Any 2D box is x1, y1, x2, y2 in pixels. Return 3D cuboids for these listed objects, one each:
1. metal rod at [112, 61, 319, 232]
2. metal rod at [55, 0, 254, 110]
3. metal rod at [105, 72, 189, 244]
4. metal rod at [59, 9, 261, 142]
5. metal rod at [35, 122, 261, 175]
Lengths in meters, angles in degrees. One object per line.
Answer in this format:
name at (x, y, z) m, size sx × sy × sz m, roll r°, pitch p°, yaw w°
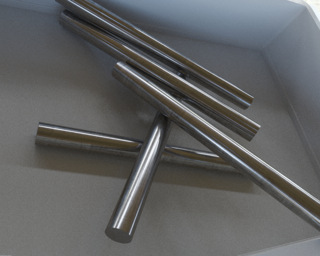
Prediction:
metal rod at (0.056, 0.009, 0.346) m, size 0.300 × 0.025 × 0.025 m, roll 38°, pitch 48°, yaw 22°
metal rod at (0.001, -0.107, 0.432) m, size 0.301 × 0.025 × 0.025 m, roll 28°, pitch 52°, yaw -12°
metal rod at (0.002, -0.002, 0.380) m, size 0.025 × 0.025 × 0.301 m, roll 31°, pitch 43°, yaw -9°
metal rod at (-0.007, -0.073, 0.408) m, size 0.301 × 0.025 × 0.025 m, roll 33°, pitch 50°, yaw 9°
metal rod at (0.005, 0.032, 0.390) m, size 0.302 × 0.025 × 0.025 m, roll 11°, pitch 57°, yaw -23°
